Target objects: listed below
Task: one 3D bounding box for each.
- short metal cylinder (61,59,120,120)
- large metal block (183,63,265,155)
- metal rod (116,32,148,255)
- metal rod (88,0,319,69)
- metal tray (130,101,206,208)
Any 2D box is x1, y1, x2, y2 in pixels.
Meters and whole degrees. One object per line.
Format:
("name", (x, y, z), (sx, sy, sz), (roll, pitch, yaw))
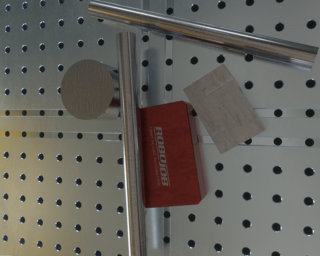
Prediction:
("short metal cylinder", (-0.088, -0.050, 0.429), (0.080, 0.050, 0.079), (0, 90, 19))
("large metal block", (0.078, -0.020, 0.356), (0.050, 0.080, 0.080), (-32, 80, 17))
("metal rod", (-0.035, 0.031, 0.391), (0.025, 0.025, 0.298), (-4, 89, 19))
("metal rod", (0.040, -0.125, 0.397), (0.301, 0.025, 0.025), (19, 96, 18))
("metal tray", (0.004, 0.036, 0.408), (0.090, 0.030, 0.129), (-9, 87, 19))
